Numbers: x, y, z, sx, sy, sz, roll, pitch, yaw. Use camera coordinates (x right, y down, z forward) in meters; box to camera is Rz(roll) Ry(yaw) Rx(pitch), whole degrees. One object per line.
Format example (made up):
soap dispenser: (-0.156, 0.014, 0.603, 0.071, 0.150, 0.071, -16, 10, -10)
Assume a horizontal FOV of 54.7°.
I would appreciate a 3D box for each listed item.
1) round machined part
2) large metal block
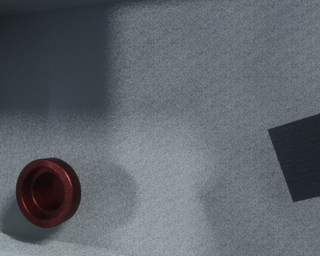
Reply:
round machined part: (-0.157, 0.092, 0.455, 0.098, 0.042, 0.097, 0, 90, 19)
large metal block: (0.171, 0.027, 0.337, 0.080, 0.050, 0.080, -19, 84, 18)
